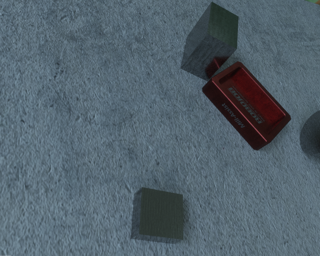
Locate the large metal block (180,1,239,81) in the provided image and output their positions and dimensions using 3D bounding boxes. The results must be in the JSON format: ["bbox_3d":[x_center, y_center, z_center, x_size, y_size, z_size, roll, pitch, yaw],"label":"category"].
[{"bbox_3d":[0.079,-0.136,0.494,0.050,0.080,0.080,23,53,-15],"label":"large metal block"}]

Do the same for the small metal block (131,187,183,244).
[{"bbox_3d":[-0.003,0.097,0.343,0.050,0.025,0.050,15,56,-20],"label":"small metal block"}]

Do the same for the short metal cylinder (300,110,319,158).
[{"bbox_3d":[0.281,0.014,0.511,0.050,0.080,0.080,23,53,-15],"label":"short metal cylinder"}]

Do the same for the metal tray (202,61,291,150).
[{"bbox_3d":[0.141,-0.039,0.499,0.091,0.030,0.130,-35,81,-38],"label":"metal tray"}]
